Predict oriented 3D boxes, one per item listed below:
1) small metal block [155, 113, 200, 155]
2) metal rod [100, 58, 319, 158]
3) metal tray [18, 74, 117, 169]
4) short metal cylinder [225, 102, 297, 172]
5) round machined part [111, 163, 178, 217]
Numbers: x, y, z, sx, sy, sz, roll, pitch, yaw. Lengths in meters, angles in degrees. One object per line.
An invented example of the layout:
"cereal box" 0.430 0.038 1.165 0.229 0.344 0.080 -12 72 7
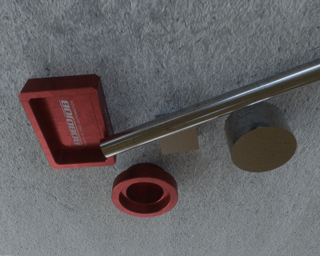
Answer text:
"small metal block" 0.024 0.006 0.413 0.050 0.025 0.050 -9 130 7
"metal rod" 0.071 -0.026 0.366 0.301 0.025 0.025 -20 128 8
"metal tray" -0.111 -0.003 0.399 0.091 0.030 0.129 -4 130 3
"short metal cylinder" 0.128 0.013 0.404 0.081 0.050 0.079 0 130 0
"round machined part" -0.023 0.091 0.473 0.099 0.042 0.097 -1 130 0
